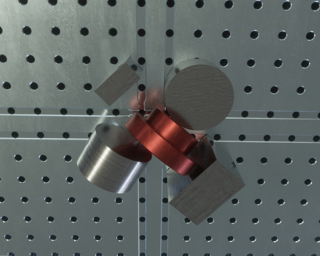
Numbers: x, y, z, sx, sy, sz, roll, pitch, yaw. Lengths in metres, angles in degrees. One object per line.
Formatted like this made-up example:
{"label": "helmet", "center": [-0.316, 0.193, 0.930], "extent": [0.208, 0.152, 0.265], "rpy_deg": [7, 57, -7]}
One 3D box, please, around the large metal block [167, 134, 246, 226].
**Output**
{"label": "large metal block", "center": [0.056, 0.066, 0.410], "extent": [0.050, 0.080, 0.080], "rpy_deg": [42, 105, -14]}

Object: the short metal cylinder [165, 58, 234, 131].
{"label": "short metal cylinder", "center": [0.046, -0.043, 0.384], "extent": [0.081, 0.050, 0.079], "rpy_deg": [0, 110, -1]}

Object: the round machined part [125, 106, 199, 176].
{"label": "round machined part", "center": [0.008, 0.011, 0.379], "extent": [0.098, 0.098, 0.042], "rpy_deg": [39, 93, -14]}

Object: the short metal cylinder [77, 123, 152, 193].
{"label": "short metal cylinder", "center": [-0.058, 0.037, 0.397], "extent": [0.080, 0.080, 0.050], "rpy_deg": [29, 107, -11]}

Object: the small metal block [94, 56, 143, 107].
{"label": "small metal block", "center": [-0.049, -0.058, 0.378], "extent": [0.050, 0.050, 0.025], "rpy_deg": [-40, 106, 13]}
